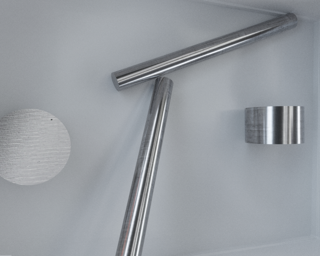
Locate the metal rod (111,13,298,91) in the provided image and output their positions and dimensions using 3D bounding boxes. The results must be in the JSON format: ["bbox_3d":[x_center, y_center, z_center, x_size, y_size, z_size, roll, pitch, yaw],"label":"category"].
[{"bbox_3d":[0.075,-0.113,0.439,0.302,0.025,0.025,-23,98,-19],"label":"metal rod"}]

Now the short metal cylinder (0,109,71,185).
[{"bbox_3d":[-0.143,0.019,0.345,0.081,0.050,0.079,0,90,-21],"label":"short metal cylinder"}]

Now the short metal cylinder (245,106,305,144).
[{"bbox_3d":[0.163,-0.004,0.443,0.081,0.080,0.050,-1,91,-20],"label":"short metal cylinder"}]

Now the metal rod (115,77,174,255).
[{"bbox_3d":[-0.019,0.065,0.338,0.025,0.025,0.300,23,57,-19],"label":"metal rod"}]
